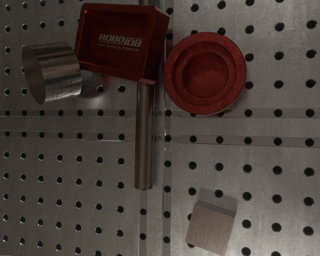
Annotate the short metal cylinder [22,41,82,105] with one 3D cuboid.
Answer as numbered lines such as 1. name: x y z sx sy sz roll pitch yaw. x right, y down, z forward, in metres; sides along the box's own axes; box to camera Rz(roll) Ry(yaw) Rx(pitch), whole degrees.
1. short metal cylinder: -0.151 -0.077 0.431 0.080 0.050 0.079 28 127 44

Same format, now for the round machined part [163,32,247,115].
1. round machined part: 0.057 -0.064 0.383 0.098 0.042 0.097 0 90 19

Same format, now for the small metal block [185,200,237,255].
1. small metal block: 0.064 0.125 0.390 0.050 0.025 0.050 15 95 19

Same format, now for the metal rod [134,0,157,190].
1. metal rod: -0.019 -0.068 0.418 0.025 0.025 0.298 1 90 19

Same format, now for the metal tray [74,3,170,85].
1. metal tray: -0.056 -0.113 0.409 0.130 0.030 0.089 17 99 33
